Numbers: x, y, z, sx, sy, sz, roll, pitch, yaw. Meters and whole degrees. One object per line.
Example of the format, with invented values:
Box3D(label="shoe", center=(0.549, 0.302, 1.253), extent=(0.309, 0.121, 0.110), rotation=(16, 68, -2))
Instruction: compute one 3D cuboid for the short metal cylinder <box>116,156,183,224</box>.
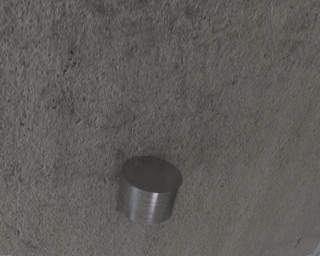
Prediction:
Box3D(label="short metal cylinder", center=(-0.015, 0.080, 0.412), extent=(0.081, 0.080, 0.050), rotation=(-2, 119, -28))
